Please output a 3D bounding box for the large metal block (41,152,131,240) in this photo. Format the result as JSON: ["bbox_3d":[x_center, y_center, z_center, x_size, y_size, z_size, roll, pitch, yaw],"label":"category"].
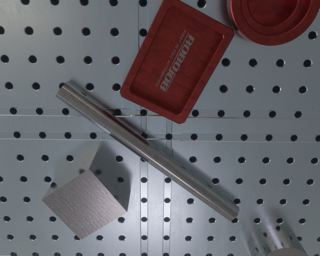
[{"bbox_3d":[-0.100,0.095,0.434,0.080,0.050,0.080,-33,107,11],"label":"large metal block"}]

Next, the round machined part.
[{"bbox_3d":[0.125,-0.146,0.352,0.099,0.042,0.097,0,110,0],"label":"round machined part"}]

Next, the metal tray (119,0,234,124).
[{"bbox_3d":[0.018,-0.080,0.381,0.090,0.030,0.129,25,108,-9],"label":"metal tray"}]

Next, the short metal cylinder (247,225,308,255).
[{"bbox_3d":[0.181,0.198,0.475,0.081,0.050,0.079,0,110,0],"label":"short metal cylinder"}]

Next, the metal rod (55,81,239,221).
[{"bbox_3d":[-0.008,0.039,0.427,0.301,0.025,0.025,37,106,-13],"label":"metal rod"}]
